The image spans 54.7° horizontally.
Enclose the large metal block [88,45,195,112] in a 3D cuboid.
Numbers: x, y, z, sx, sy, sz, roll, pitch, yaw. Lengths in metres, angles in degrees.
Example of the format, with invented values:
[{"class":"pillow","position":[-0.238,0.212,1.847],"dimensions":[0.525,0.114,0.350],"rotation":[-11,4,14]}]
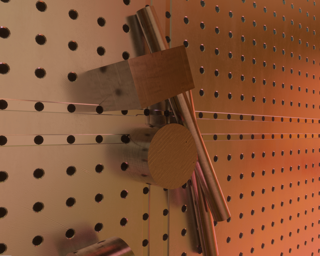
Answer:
[{"class":"large metal block","position":[-0.021,-0.056,0.355],"dimensions":[0.081,0.080,0.050],"rotation":[-25,106,-37]}]

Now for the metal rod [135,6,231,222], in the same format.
[{"class":"metal rod","position":[0.034,-0.012,0.415],"dimensions":[0.025,0.025,0.299],"rotation":[-28,101,-37]}]

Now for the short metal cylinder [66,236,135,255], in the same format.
[{"class":"short metal cylinder","position":[-0.060,0.161,0.323],"dimensions":[0.050,0.080,0.079],"rotation":[-8,95,-40]}]

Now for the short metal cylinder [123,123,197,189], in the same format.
[{"class":"short metal cylinder","position":[0.001,0.034,0.394],"dimensions":[0.081,0.050,0.079],"rotation":[0,90,-40]}]

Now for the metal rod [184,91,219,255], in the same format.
[{"class":"metal rod","position":[0.050,0.048,0.451],"dimensions":[0.025,0.025,0.298],"rotation":[-18,101,-39]}]
